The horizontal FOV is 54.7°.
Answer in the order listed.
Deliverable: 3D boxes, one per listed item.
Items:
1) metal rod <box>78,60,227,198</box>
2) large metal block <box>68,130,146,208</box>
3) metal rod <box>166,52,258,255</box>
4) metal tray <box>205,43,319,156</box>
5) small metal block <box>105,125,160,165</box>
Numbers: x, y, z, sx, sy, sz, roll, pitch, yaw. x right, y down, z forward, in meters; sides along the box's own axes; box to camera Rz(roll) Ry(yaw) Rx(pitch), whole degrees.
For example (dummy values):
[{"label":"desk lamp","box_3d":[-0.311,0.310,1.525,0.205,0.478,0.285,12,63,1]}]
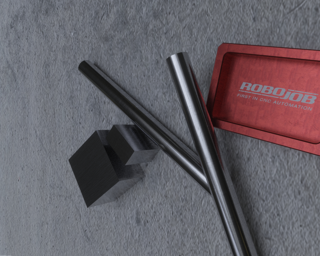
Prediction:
[{"label":"metal rod","box_3d":[-0.026,-0.013,0.423,0.300,0.025,0.025,42,115,31]},{"label":"large metal block","box_3d":[-0.079,0.058,0.452,0.080,0.050,0.080,-42,65,31]},{"label":"metal rod","box_3d":[0.065,0.065,0.323,0.025,0.025,0.299,-22,85,38]},{"label":"metal tray","box_3d":[0.113,-0.033,0.307,0.130,0.030,0.089,18,101,38]},{"label":"small metal block","box_3d":[-0.036,0.021,0.416,0.050,0.050,0.025,49,119,28]}]
